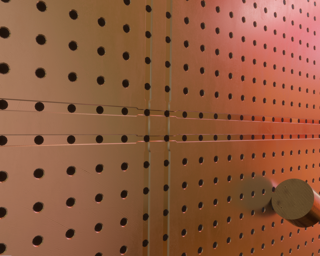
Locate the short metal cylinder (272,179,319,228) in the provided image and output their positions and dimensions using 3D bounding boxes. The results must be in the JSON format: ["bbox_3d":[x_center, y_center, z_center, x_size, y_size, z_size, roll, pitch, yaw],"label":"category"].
[{"bbox_3d":[0.265,0.144,0.595,0.050,0.080,0.080,36,68,-34],"label":"short metal cylinder"}]
